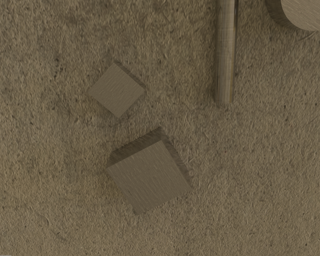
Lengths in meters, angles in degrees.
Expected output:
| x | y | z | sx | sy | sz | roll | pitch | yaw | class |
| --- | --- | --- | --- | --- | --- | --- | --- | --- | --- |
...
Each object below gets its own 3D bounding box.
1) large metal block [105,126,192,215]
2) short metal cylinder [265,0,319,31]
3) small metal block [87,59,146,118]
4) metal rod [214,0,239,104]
| x | y | z | sx | sy | sz | roll | pitch | yaw | class |
| --- | --- | --- | --- | --- | --- | --- | --- | --- | --- |
| -0.014 | 0.057 | 0.417 | 0.080 | 0.050 | 0.080 | -28 | 108 | 9 | large metal block |
| 0.165 | -0.150 | 0.342 | 0.081 | 0.050 | 0.079 | 0 | 110 | 0 | short metal cylinder |
| -0.054 | -0.049 | 0.391 | 0.050 | 0.025 | 0.050 | 41 | 105 | -14 | small metal block |
| 0.077 | -0.174 | 0.346 | 0.025 | 0.025 | 0.298 | -2 | 110 | 0 | metal rod |
